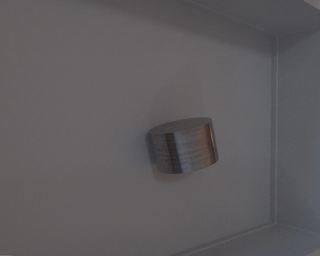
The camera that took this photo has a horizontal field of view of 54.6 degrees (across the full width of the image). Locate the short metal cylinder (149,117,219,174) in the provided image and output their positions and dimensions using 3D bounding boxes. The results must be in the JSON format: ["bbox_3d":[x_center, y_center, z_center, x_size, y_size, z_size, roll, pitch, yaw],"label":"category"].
[{"bbox_3d":[0.031,0.020,0.395,0.081,0.080,0.050,-20,103,-38],"label":"short metal cylinder"}]
